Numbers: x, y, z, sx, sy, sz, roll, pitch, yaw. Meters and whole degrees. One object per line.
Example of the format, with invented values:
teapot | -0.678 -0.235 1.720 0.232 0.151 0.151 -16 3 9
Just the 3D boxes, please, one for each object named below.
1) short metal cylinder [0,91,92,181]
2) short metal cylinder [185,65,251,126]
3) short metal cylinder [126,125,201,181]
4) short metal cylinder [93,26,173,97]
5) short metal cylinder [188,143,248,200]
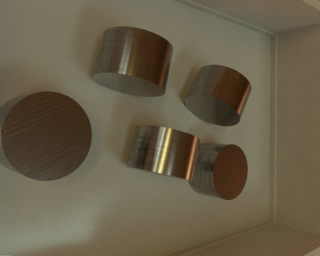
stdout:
short metal cylinder | -0.113 0.007 0.295 0.081 0.050 0.080 0 90 -40
short metal cylinder | 0.082 -0.044 0.439 0.080 0.080 0.050 39 67 -33
short metal cylinder | 0.004 0.031 0.374 0.080 0.080 0.050 20 77 -38
short metal cylinder | -0.029 -0.071 0.346 0.080 0.080 0.050 17 79 -39
short metal cylinder | 0.086 0.063 0.462 0.081 0.050 0.080 0 90 -40
